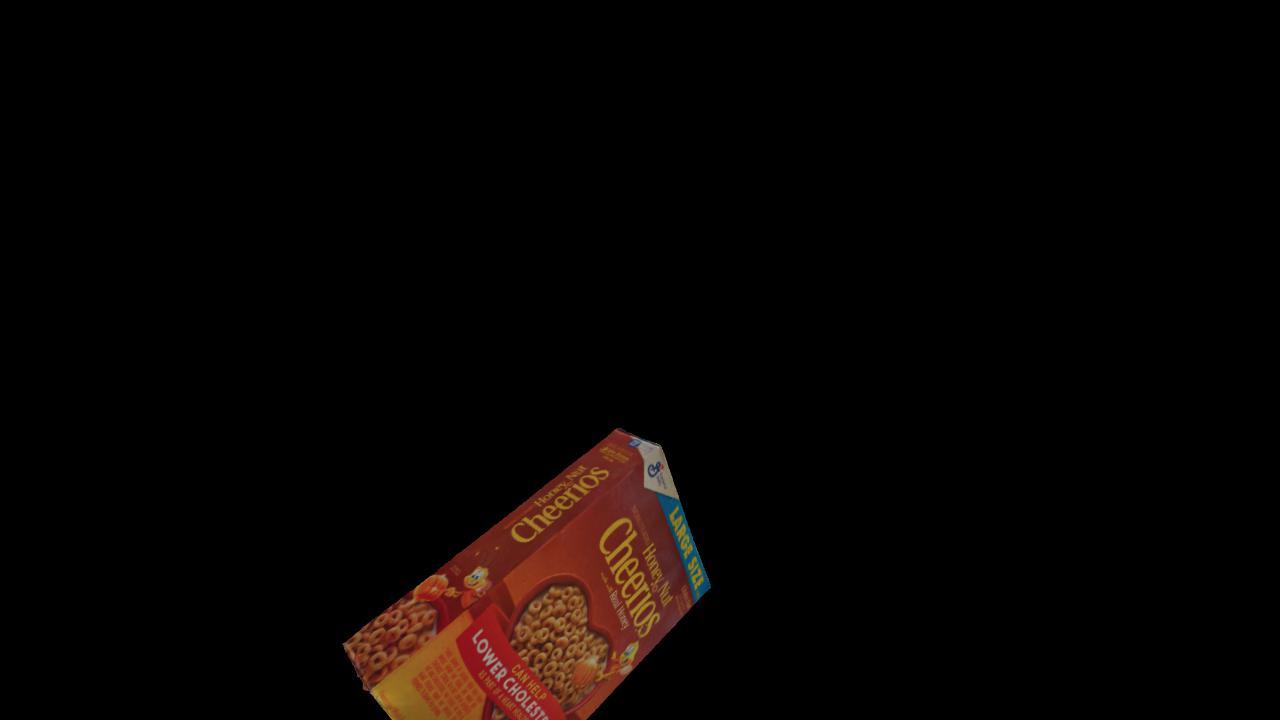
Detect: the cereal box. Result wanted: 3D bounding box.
[{"bbox_3d":[-0.076,0.232,0.571,0.306,0.203,0.081,-35,32,-30],"label":"cereal box"}]
